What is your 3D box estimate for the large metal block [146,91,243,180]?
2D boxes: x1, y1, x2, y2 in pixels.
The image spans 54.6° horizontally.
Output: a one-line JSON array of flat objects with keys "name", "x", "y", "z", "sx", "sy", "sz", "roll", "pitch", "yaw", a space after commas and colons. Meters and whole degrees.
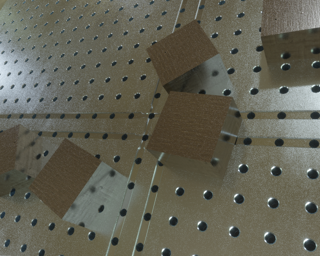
[{"name": "large metal block", "x": 0.042, "y": 0.006, "z": 0.367, "sx": 0.080, "sy": 0.050, "sz": 0.080, "roll": 10, "pitch": 66, "yaw": 32}]

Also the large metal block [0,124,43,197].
[{"name": "large metal block", "x": -0.236, "y": 0.052, "z": 0.486, "sx": 0.080, "sy": 0.050, "sz": 0.080, "roll": -22, "pitch": 53, "yaw": 15}]

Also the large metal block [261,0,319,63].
[{"name": "large metal block", "x": 0.172, "y": -0.132, "z": 0.383, "sx": 0.080, "sy": 0.050, "sz": 0.080, "roll": -2, "pitch": 61, "yaw": 27}]

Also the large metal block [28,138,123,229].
[{"name": "large metal block", "x": -0.110, "y": 0.071, "z": 0.408, "sx": 0.080, "sy": 0.050, "sz": 0.080, "roll": 24, "pitch": 75, "yaw": 36}]

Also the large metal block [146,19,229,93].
[{"name": "large metal block", "x": 0.037, "y": -0.090, "z": 0.429, "sx": 0.080, "sy": 0.050, "sz": 0.080, "roll": -29, "pitch": 52, "yaw": 10}]
